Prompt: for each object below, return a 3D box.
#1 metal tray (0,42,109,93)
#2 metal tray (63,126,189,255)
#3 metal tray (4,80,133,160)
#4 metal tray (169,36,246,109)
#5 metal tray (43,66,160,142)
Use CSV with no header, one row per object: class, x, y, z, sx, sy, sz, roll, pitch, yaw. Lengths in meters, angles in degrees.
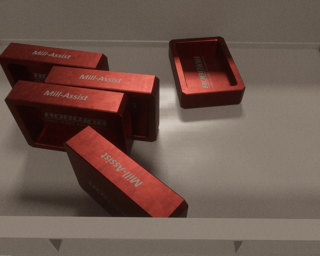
metal tray,-0.132,-0.061,0.412,0.131,0.089,0.030,8,51,6
metal tray,-0.035,0.065,0.307,0.130,0.089,0.030,34,58,25
metal tray,-0.101,-0.007,0.366,0.131,0.089,0.030,8,51,6
metal tray,0.067,-0.089,0.477,0.091,0.030,0.130,-5,50,-5
metal tray,-0.067,-0.027,0.384,0.131,0.089,0.030,6,51,5
